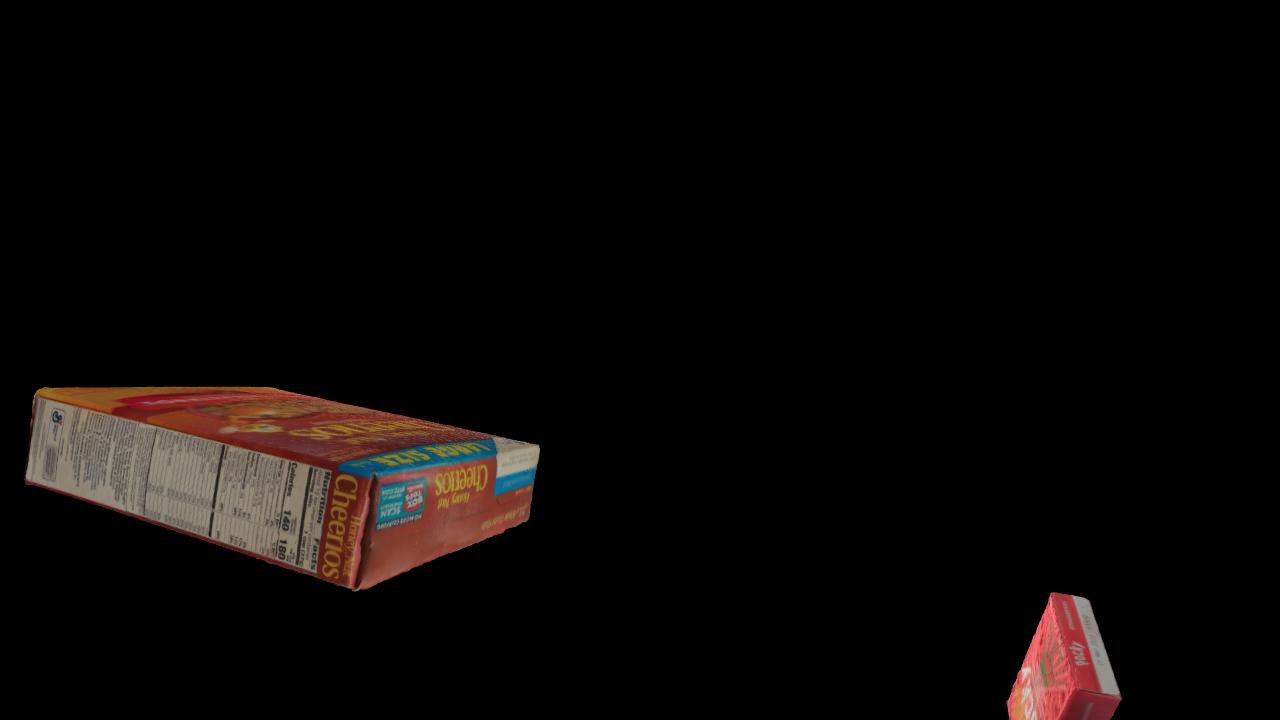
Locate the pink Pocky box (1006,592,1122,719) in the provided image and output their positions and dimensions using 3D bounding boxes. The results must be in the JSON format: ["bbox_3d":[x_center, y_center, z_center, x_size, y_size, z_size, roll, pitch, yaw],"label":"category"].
[{"bbox_3d":[0.325,0.267,0.481,0.029,0.155,0.084,7,33,19],"label":"pink Pocky box"}]

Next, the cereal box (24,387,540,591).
[{"bbox_3d":[-0.259,0.079,0.480,0.306,0.081,0.203,8,0,19],"label":"cereal box"}]
